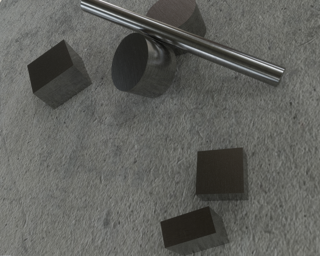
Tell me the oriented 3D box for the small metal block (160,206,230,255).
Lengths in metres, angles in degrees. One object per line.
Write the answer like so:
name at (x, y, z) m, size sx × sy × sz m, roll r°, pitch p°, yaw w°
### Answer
small metal block at (0.035, 0.103, 0.305) m, size 0.050 × 0.050 × 0.025 m, roll -22°, pitch 54°, yaw 14°

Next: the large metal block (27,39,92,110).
large metal block at (-0.174, -0.092, 0.533) m, size 0.080 × 0.050 × 0.080 m, roll -34°, pitch 52°, yaw 6°

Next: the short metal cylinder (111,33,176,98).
short metal cylinder at (-0.024, -0.085, 0.431) m, size 0.080 × 0.050 × 0.080 m, roll -11°, pitch 75°, yaw 46°

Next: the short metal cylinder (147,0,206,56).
short metal cylinder at (0.024, -0.157, 0.470) m, size 0.080 × 0.050 × 0.080 m, roll -13°, pitch 56°, yaw 20°

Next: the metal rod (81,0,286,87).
metal rod at (0.017, -0.123, 0.416) m, size 0.301 × 0.025 × 0.025 m, roll 27°, pitch 76°, yaw 19°

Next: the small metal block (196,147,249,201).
small metal block at (0.068, 0.051, 0.336) m, size 0.050 × 0.025 × 0.050 m, roll -7°, pitch 58°, yaw 24°
